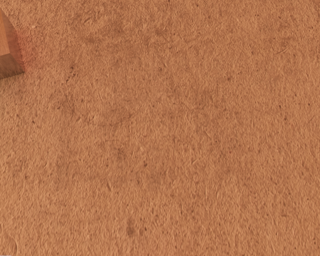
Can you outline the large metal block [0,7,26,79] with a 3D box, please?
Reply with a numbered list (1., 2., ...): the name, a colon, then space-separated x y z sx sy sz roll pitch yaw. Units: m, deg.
1. large metal block: -0.246 -0.112 0.434 0.080 0.050 0.080 -18 71 -7
